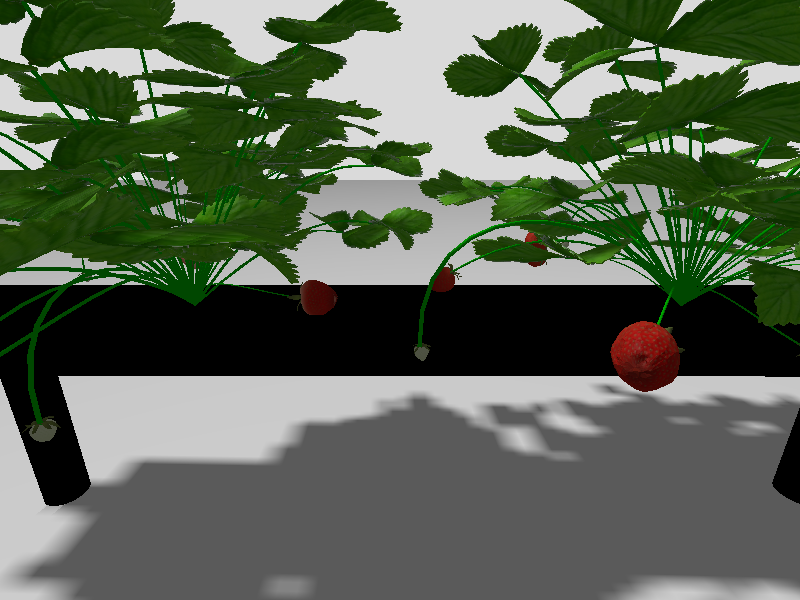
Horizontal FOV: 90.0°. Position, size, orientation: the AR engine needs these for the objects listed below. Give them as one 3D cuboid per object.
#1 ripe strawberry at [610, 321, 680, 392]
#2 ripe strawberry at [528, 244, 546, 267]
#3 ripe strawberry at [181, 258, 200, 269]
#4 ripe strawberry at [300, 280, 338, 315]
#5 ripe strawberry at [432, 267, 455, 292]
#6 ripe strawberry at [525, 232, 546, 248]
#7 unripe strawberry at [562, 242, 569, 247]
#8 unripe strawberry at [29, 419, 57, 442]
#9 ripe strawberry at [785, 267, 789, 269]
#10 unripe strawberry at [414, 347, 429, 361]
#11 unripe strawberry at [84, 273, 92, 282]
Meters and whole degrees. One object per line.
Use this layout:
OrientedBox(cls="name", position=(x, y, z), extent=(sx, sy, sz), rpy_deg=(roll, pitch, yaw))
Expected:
OrientedBox(cls="ripe strawberry", position=(0.137, 0.033, 0.225), extent=(0.034, 0.039, 0.037), rpy_deg=(15, 24, 38))
OrientedBox(cls="ripe strawberry", position=(0.172, -0.058, 0.515), extent=(0.029, 0.030, 0.031), rpy_deg=(-10, 20, -28))
OrientedBox(cls="ripe strawberry", position=(-0.259, -0.056, 0.506), extent=(0.030, 0.032, 0.033), rpy_deg=(-9, 20, -24))
OrientedBox(cls="ripe strawberry", position=(-0.069, -0.001, 0.339), extent=(0.030, 0.032, 0.028), rpy_deg=(5, 19, 12))
OrientedBox(cls="ripe strawberry", position=(0.043, -0.020, 0.406), extent=(0.027, 0.023, 0.027), rpy_deg=(-38, 8, 20))
OrientedBox(cls="ripe strawberry", position=(0.201, -0.088, 0.598), extent=(0.033, 0.035, 0.035), rpy_deg=(-4, 11, -13))
OrientedBox(cls="unripe strawberry", position=(0.238, -0.079, 0.578), extent=(0.010, 0.011, 0.011), rpy_deg=(-2, 19, -5))
OrientedBox(cls="unripe strawberry", position=(-0.161, 0.059, 0.181), extent=(0.009, 0.010, 0.010), rpy_deg=(-3, 19, -8))
OrientedBox(cls="ripe strawberry", position=(0.386, -0.020, 0.404), extent=(0.028, 0.028, 0.027), rpy_deg=(-5, 19, -17))
OrientedBox(cls="unripe strawberry", position=(0.014, 0.035, 0.261), extent=(0.010, 0.010, 0.011), rpy_deg=(-8, 20, -23))
OrientedBox(cls="unripe strawberry", position=(-0.333, -0.024, 0.426), extent=(0.010, 0.010, 0.009), rpy_deg=(8, 20, 22))
